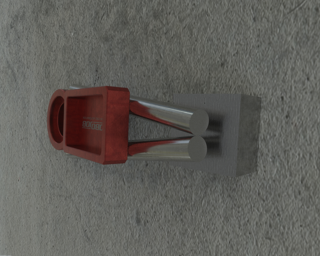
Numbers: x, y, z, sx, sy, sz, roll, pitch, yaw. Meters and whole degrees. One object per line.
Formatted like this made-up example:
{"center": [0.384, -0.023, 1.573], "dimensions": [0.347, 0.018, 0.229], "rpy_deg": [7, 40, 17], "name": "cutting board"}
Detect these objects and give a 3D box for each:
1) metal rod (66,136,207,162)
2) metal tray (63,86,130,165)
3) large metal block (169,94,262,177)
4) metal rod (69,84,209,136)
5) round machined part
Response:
{"center": [-0.056, 0.029, 0.409], "dimensions": [0.299, 0.025, 0.025], "rpy_deg": [-6, 86, 52], "name": "metal rod"}
{"center": [-0.088, -0.006, 0.406], "dimensions": [0.130, 0.030, 0.089], "rpy_deg": [5, 93, 52], "name": "metal tray"}
{"center": [0.059, 0.004, 0.338], "dimensions": [0.080, 0.050, 0.079], "rpy_deg": [5, 93, 39], "name": "large metal block"}
{"center": [-0.053, -0.033, 0.406], "dimensions": [0.300, 0.025, 0.025], "rpy_deg": [18, 101, 51], "name": "metal rod"}
{"center": [-0.146, -0.013, 0.505], "dimensions": [0.098, 0.042, 0.097], "rpy_deg": [-1, 89, 50], "name": "round machined part"}
